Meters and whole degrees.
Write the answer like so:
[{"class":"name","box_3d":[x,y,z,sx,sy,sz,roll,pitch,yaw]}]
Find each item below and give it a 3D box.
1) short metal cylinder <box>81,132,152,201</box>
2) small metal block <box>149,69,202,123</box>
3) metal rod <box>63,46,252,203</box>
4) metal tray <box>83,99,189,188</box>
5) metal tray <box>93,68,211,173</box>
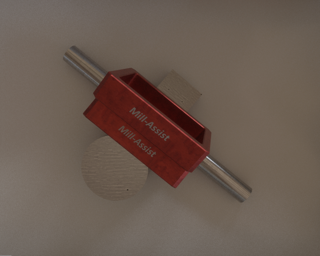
[{"class":"short metal cylinder","box_3d":[-0.052,0.045,0.391,0.080,0.050,0.079,1,97,5]},{"class":"small metal block","box_3d":[0.019,-0.041,0.410,0.050,0.025,0.050,41,90,-1]},{"class":"metal rod","box_3d":[-0.003,-0.005,0.411,0.300,0.025,0.025,39,90,-1]},{"class":"metal tray","box_3d":[-0.024,0.014,0.377,0.130,0.090,0.030,39,90,-1]},{"class":"metal tray","box_3d":[-0.002,-0.015,0.352,0.130,0.090,0.030,39,107,-1]}]
